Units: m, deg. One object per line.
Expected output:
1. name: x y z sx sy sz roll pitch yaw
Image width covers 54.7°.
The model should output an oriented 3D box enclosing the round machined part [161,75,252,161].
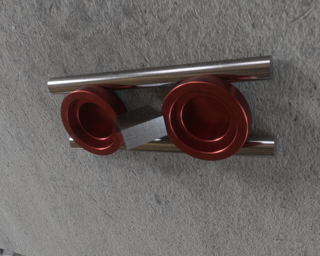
1. round machined part: 0.054 -0.014 0.353 0.098 0.042 0.097 13 124 21

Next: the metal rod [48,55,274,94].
1. metal rod: -0.021 -0.061 0.381 0.300 0.025 0.025 0 119 28

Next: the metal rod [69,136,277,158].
1. metal rod: -0.002 0.021 0.422 0.300 0.025 0.025 0 119 28

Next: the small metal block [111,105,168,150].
1. small metal block: -0.026 -0.002 0.370 0.050 0.050 0.025 -138 31 -61

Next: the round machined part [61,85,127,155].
1. round machined part: -0.083 -0.014 0.427 0.098 0.042 0.097 13 124 21
